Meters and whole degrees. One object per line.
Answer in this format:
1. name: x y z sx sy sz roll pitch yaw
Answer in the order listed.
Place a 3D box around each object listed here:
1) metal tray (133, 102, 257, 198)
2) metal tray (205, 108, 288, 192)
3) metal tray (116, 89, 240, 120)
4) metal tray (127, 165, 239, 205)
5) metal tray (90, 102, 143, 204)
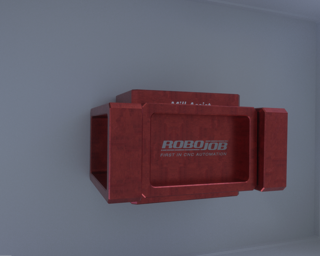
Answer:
1. metal tray: 0.039 0.021 0.324 0.131 0.030 0.089 1 89 -20
2. metal tray: 0.101 0.022 0.389 0.030 0.130 0.089 1 90 -20
3. metal tray: 0.019 -0.025 0.380 0.131 0.090 0.030 0 91 -20
4. metal tray: 0.018 0.064 0.379 0.131 0.090 0.030 0 90 -20
5. metal tray: -0.052 0.021 0.334 0.030 0.130 0.089 1 91 -20
